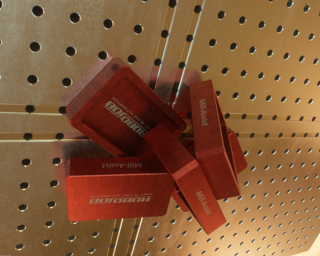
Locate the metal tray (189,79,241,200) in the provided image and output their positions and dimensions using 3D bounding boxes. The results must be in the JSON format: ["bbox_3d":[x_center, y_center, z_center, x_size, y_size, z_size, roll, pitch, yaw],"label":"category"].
[{"bbox_3d":[0.068,0.012,0.390,0.030,0.130,0.090,-16,131,15],"label":"metal tray"}]

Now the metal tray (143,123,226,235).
[{"bbox_3d":[0.032,0.065,0.388,0.030,0.090,0.130,-34,129,-7],"label":"metal tray"}]

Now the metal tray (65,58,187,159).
[{"bbox_3d":[-0.037,-0.011,0.382,0.090,0.030,0.130,-46,130,3],"label":"metal tray"}]

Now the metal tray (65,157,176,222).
[{"bbox_3d":[-0.051,0.079,0.399,0.131,0.030,0.089,0,130,-12],"label":"metal tray"}]

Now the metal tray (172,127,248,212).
[{"bbox_3d":[0.068,0.064,0.486,0.130,0.030,0.090,-36,129,-5],"label":"metal tray"}]
